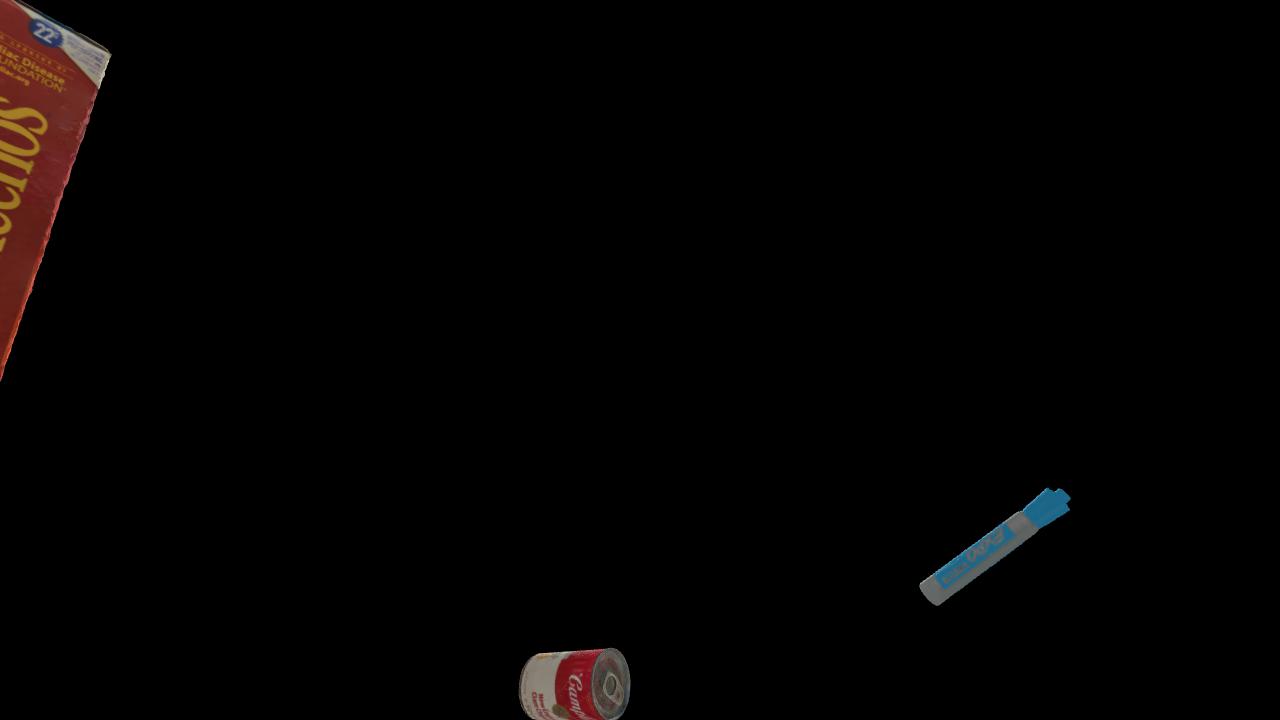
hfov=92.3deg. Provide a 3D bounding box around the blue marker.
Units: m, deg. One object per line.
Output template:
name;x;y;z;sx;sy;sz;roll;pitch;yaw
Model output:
blue marker;0.252;0.133;0.437;0.020;0.121;0.020;33;23;-16

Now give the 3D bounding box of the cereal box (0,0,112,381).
cereal box;-0.417;-0.040;0.331;0.203;0.306;0.081;0;-15;25

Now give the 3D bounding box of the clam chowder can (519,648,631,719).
clam chowder can;-0.070;0.347;0.658;0.102;0.068;0.068;-18;-9;29
